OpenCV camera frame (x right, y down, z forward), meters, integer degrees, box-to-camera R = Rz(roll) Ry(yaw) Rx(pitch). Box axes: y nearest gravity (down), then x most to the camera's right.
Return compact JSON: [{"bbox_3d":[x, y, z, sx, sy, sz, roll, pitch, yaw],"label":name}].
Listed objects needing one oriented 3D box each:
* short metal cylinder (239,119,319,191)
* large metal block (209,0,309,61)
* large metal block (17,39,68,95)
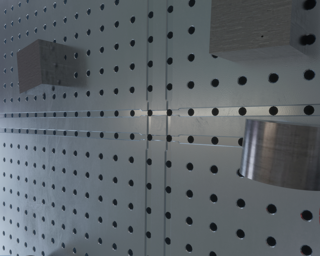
[{"bbox_3d":[0.115,0.021,0.278,0.080,0.081,0.050,9,96,39],"label":"short metal cylinder"},{"bbox_3d":[0.099,-0.114,0.311,0.080,0.050,0.079,4,93,40],"label":"large metal block"},{"bbox_3d":[-0.220,-0.109,0.575,0.080,0.050,0.080,-11,83,39],"label":"large metal block"}]
